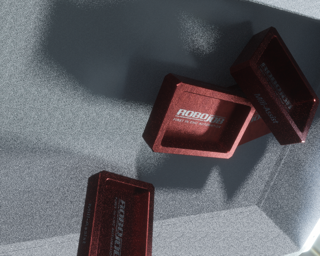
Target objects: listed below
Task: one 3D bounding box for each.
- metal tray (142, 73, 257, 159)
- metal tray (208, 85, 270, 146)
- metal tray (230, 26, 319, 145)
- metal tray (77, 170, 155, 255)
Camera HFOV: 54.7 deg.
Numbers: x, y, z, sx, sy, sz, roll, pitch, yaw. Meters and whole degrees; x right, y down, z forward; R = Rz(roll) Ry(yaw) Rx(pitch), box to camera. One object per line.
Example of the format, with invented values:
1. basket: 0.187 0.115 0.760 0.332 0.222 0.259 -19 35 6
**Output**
1. metal tray: 0.053 -0.010 0.390 0.131 0.030 0.089 8 114 -32
2. metal tray: 0.119 -0.019 0.461 0.131 0.030 0.089 -20 126 -17
3. metal tray: 0.152 -0.053 0.400 0.130 0.030 0.090 50 54 -17
4. metal tray: -0.053 0.128 0.397 0.090 0.130 0.030 23 146 -34
